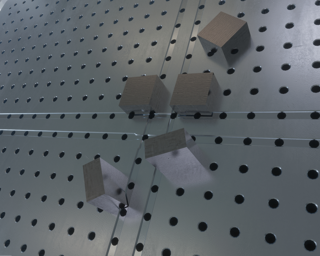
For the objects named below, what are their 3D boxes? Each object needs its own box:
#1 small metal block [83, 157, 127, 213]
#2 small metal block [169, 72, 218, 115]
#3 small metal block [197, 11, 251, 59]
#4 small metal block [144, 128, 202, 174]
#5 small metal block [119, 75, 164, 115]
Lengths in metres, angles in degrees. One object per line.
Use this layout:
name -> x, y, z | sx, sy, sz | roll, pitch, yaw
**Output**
small metal block -> -0.068, 0.072, 0.385 | 0.025, 0.050, 0.050 | -26, 53, 12
small metal block -> 0.046, -0.045, 0.413 | 0.050, 0.025, 0.050 | 2, 63, 29
small metal block -> 0.091, -0.133, 0.443 | 0.050, 0.025, 0.050 | -45, 51, -3
small metal block -> 0.016, 0.029, 0.367 | 0.050, 0.050, 0.025 | -18, 55, 18
small metal block -> -0.027, -0.048, 0.453 | 0.050, 0.025, 0.050 | 0, 61, 28
